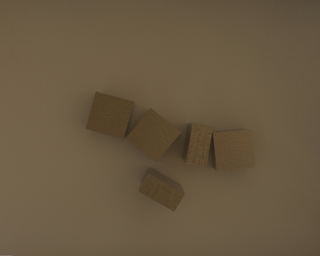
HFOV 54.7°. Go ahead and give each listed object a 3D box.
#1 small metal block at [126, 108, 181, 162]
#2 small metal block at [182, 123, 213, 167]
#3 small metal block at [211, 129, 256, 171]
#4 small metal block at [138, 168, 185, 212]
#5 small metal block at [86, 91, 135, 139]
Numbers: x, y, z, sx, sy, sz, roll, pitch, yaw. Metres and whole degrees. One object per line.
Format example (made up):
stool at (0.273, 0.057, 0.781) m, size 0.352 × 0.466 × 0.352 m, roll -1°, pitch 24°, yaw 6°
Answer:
small metal block at (-0.008, 0.009, 0.409) m, size 0.050 × 0.025 × 0.050 m, roll 39°, pitch 90°, yaw -1°
small metal block at (0.047, 0.020, 0.398) m, size 0.025 × 0.050 × 0.050 m, roll 10°, pitch 90°, yaw -1°
small metal block at (0.096, 0.028, 0.410) m, size 0.050 × 0.025 × 0.050 m, roll -6°, pitch 90°, yaw -1°
small metal block at (0.002, 0.077, 0.397) m, size 0.050 × 0.050 × 0.025 m, roll 30°, pitch 91°, yaw -1°
small metal block at (-0.064, -0.016, 0.408) m, size 0.050 × 0.025 × 0.050 m, roll 15°, pitch 90°, yaw -1°
